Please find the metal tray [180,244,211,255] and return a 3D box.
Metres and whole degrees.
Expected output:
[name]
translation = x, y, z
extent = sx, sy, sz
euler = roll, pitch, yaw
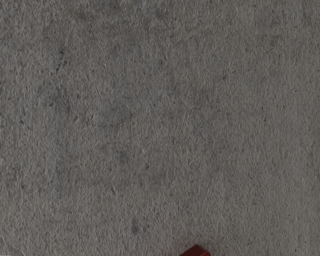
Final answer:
[metal tray]
translation = 0.024, 0.232, 0.415
extent = 0.131, 0.030, 0.090
euler = -28, 99, -18
